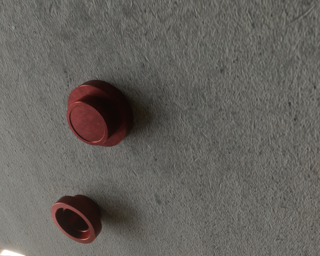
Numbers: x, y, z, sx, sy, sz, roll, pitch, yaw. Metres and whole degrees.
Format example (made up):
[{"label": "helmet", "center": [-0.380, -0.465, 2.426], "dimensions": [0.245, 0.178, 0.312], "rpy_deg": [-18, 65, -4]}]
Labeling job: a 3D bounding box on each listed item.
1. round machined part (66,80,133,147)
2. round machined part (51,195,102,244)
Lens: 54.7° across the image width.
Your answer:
[{"label": "round machined part", "center": [-0.091, -0.015, 0.435], "dimensions": [0.098, 0.042, 0.097], "rpy_deg": [13, 124, 21]}, {"label": "round machined part", "center": [-0.149, 0.164, 0.576], "dimensions": [0.098, 0.042, 0.097], "rpy_deg": [13, 124, 21]}]
